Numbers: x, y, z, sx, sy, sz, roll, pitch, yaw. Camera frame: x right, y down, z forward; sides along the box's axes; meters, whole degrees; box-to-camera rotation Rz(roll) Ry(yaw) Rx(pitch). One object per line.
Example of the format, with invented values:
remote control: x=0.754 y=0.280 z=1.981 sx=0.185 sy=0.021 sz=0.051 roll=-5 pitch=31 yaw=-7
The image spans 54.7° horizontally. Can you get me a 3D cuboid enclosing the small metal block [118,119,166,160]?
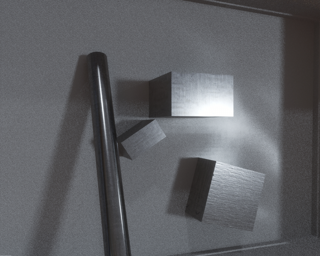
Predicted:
small metal block: x=-0.027 y=0.013 z=0.388 sx=0.050 sy=0.050 sz=0.025 roll=-35 pitch=102 yaw=-17

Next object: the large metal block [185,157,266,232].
large metal block: x=0.090 y=0.091 z=0.432 sx=0.081 sy=0.050 sz=0.080 roll=16 pitch=85 yaw=-20

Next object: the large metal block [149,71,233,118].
large metal block: x=0.037 y=-0.039 z=0.396 sx=0.081 sy=0.080 sz=0.050 roll=0 pitch=90 yaw=-20

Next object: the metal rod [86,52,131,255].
metal rod: x=-0.054 y=0.049 z=0.327 sx=0.025 sy=0.025 sz=0.299 roll=-2 pitch=66 yaw=-20
